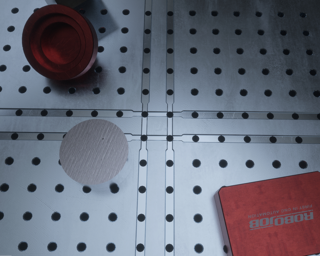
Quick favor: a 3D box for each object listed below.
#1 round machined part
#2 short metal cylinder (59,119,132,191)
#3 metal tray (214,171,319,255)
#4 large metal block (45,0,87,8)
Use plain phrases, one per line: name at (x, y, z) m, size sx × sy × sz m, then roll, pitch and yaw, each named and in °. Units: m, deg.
round machined part at (-0.134, -0.116, 0.429) m, size 0.099 × 0.042 × 0.097 m, roll 1°, pitch 101°, yaw 5°
short metal cylinder at (-0.077, 0.035, 0.385) m, size 0.081 × 0.050 × 0.080 m, roll 0°, pitch 70°, yaw 0°
metal tray at (0.140, 0.108, 0.371) m, size 0.131 × 0.030 × 0.090 m, roll -9°, pitch 70°, yaw -4°
large metal block at (-0.132, -0.215, 0.456) m, size 0.080 × 0.050 × 0.080 m, roll -36°, pitch 37°, yaw -13°
